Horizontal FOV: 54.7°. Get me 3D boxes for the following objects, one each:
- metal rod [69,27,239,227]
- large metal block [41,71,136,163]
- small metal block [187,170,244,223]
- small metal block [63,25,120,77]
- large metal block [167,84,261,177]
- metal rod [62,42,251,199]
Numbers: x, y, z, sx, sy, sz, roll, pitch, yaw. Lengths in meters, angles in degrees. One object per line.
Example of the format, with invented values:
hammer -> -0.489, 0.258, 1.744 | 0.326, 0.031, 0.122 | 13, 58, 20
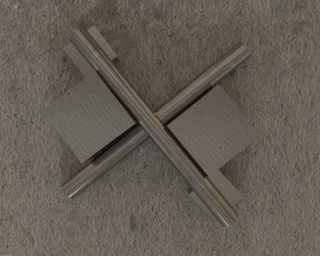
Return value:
metal rod -> -0.007, -0.001, 0.385 | 0.025, 0.025, 0.300 | -39, 90, 0
large metal block -> -0.086, -0.013, 0.396 | 0.080, 0.050, 0.080 | -37, 90, 0
small metal block -> 0.073, 0.087, 0.412 | 0.050, 0.025, 0.050 | -43, 90, 0
small metal block -> -0.090, -0.098, 0.411 | 0.050, 0.025, 0.050 | -37, 90, 0
large metal block -> 0.065, 0.003, 0.399 | 0.080, 0.050, 0.080 | -39, 90, 0
metal rod -> -0.004, -0.010, 0.412 | 0.300, 0.025, 0.025 | -39, 90, 0
